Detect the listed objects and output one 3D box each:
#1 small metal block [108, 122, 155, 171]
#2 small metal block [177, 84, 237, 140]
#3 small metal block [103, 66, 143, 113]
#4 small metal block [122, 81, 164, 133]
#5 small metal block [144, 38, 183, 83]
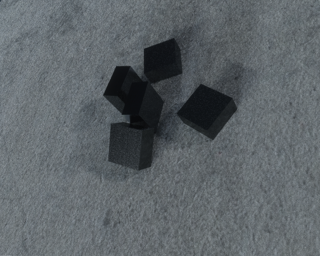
[{"bbox_3d":[-0.037,0.022,0.393,0.050,0.025,0.050,12,101,32],"label":"small metal block"},{"bbox_3d":[0.058,-0.021,0.385,0.050,0.025,0.050,32,79,37],"label":"small metal block"},{"bbox_3d":[-0.049,-0.054,0.445,0.025,0.050,0.050,6,65,30],"label":"small metal block"},{"bbox_3d":[-0.021,-0.027,0.414,0.025,0.050,0.050,0,62,28],"label":"small metal block"},{"bbox_3d":[0.004,-0.100,0.462,0.050,0.025,0.050,-15,56,19],"label":"small metal block"}]
